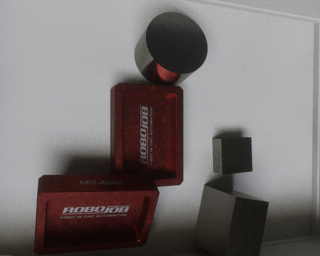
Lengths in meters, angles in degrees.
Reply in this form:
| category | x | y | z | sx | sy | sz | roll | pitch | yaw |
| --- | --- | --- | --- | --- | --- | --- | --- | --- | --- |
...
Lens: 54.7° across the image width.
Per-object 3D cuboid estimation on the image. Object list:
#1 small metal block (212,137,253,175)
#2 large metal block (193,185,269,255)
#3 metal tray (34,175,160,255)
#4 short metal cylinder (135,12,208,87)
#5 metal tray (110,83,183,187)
| category | x | y | z | sx | sy | sz | roll | pitch | yaw |
| --- | --- | --- | --- | --- | --- | --- | --- | --- | --- |
| small metal block | 0.105 | 0.039 | 0.451 | 0.050 | 0.025 | 0.050 | -3 | 91 | -20 |
| large metal block | 0.093 | 0.127 | 0.417 | 0.050 | 0.080 | 0.080 | 13 | 86 | -20 |
| metal tray | -0.074 | 0.100 | 0.361 | 0.131 | 0.030 | 0.089 | 3 | 116 | -21 |
| short metal cylinder | 0.013 | -0.098 | 0.395 | 0.081 | 0.050 | 0.080 | 4 | 77 | -19 |
| metal tray | -0.017 | 0.010 | 0.402 | 0.091 | 0.030 | 0.129 | 0 | 90 | -21 |
